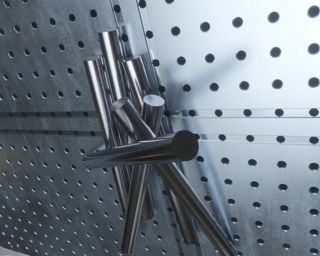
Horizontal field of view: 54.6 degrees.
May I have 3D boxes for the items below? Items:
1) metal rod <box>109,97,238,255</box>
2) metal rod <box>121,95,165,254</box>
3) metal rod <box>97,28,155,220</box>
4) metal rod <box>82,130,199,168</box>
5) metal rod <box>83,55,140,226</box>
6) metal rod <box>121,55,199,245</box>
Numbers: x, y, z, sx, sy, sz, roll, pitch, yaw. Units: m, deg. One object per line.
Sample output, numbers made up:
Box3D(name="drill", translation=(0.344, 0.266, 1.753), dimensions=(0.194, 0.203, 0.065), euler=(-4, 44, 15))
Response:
Box3D(name="metal rod", translation=(0.031, 0.083, 0.406), dimensions=(0.025, 0.025, 0.300), euler=(-15, 123, 34))
Box3D(name="metal rod", translation=(-0.031, 0.087, 0.448), dimensions=(0.025, 0.025, 0.298), euler=(22, 127, 15))
Box3D(name="metal rod", translation=(-0.042, 0.013, 0.441), dimensions=(0.025, 0.025, 0.298), euler=(5, 121, 25))
Box3D(name="metal rod", translation=(-0.048, 0.034, 0.378), dimensions=(0.025, 0.025, 0.299), euler=(54, 153, -10))
Box3D(name="metal rod", translation=(-0.067, 0.040, 0.471), dimensions=(0.025, 0.025, 0.298), euler=(6, 121, 25))
Box3D(name="metal rod", translation=(0.007, 0.046, 0.436), dimensions=(0.025, 0.025, 0.299), euler=(-4, 117, 30))
